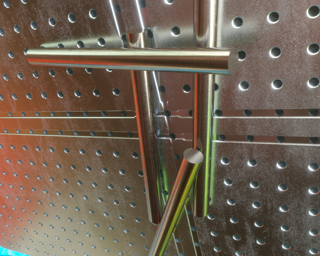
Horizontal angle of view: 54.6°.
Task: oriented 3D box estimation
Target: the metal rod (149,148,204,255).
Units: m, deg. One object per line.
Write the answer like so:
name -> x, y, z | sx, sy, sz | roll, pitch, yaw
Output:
metal rod -> 0.014, 0.142, 0.475 | 0.025, 0.025, 0.298 | 25, 133, 12

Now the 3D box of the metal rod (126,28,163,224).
metal rod -> -0.016, 0.017, 0.430 | 0.025, 0.025, 0.298 | 9, 123, 23

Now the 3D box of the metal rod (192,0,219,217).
metal rod -> 0.052, -0.006, 0.379 | 0.025, 0.025, 0.298 | 11, 123, 22

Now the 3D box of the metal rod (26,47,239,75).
metal rod -> -0.057, -0.081, 0.362 | 0.300, 0.025, 0.025 | 10, 123, 33
